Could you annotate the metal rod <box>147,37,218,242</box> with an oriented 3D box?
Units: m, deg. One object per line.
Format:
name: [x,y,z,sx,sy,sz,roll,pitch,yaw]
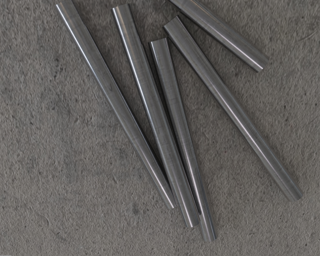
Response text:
metal rod: [0.036,0.029,0.420,0.025,0.025,0.298,-14,110,5]

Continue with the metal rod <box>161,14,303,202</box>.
metal rod: [0.103,-0.014,0.405,0.025,0.025,0.300,-36,107,12]

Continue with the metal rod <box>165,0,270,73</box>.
metal rod: [0.005,-0.161,0.350,0.301,0.025,0.025,35,106,-12]

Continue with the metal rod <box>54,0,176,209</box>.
metal rod: [-0.045,-0.018,0.402,0.025,0.025,0.299,-24,109,8]

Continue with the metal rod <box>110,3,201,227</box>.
metal rod: [0.000,-0.004,0.398,0.025,0.025,0.298,-17,106,6]
